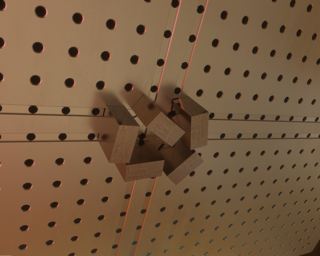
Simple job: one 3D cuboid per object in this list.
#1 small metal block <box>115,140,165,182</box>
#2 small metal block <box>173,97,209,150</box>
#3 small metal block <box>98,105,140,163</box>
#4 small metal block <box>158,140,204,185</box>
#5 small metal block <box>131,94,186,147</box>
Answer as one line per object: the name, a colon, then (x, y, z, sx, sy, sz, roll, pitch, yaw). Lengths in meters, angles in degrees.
small metal block: (-0.029, 0.041, 0.404, 0.050, 0.050, 0.025, -5, 121, -26)
small metal block: (0.040, -0.007, 0.411, 0.025, 0.050, 0.050, -15, 124, -20)
small metal block: (-0.051, 0.007, 0.371, 0.025, 0.050, 0.050, 4, 117, -30)
small metal block: (0.024, 0.043, 0.433, 0.050, 0.050, 0.025, -41, 128, -1)
small metal block: (-0.002, -0.010, 0.387, 0.025, 0.050, 0.050, -47, 130, 6)
